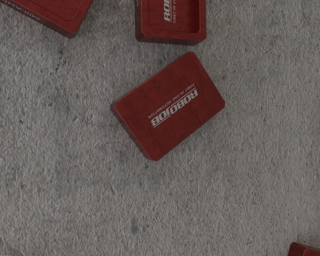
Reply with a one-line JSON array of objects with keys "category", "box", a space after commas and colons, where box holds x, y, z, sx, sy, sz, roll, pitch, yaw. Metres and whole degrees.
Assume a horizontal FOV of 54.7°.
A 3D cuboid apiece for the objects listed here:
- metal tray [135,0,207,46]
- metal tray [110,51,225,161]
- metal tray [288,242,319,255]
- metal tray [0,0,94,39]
[{"category": "metal tray", "box": [0.014, -0.180, 0.410, 0.091, 0.030, 0.129, -1, 91, -20]}, {"category": "metal tray", "box": [0.013, -0.029, 0.411, 0.131, 0.030, 0.090, -38, 102, -16]}, {"category": "metal tray", "box": [0.261, 0.246, 0.503, 0.131, 0.030, 0.090, 20, 83, -19]}, {"category": "metal tray", "box": [-0.140, -0.175, 0.354, 0.131, 0.030, 0.090, 26, 81, -18]}]
